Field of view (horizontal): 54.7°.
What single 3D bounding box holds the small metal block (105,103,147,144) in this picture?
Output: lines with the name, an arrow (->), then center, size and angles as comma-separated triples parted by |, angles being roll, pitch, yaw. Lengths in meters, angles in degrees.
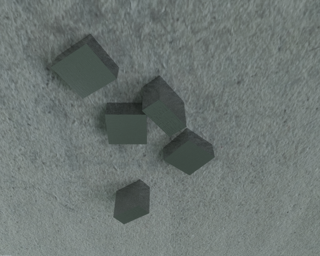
small metal block -> -0.042, -0.005, 0.402 | 0.050, 0.025, 0.050 | 0, 130, -1

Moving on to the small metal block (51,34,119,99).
small metal block -> -0.083, -0.068, 0.348 | 0.050, 0.025, 0.050 | -27, 126, 20

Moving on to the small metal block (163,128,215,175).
small metal block -> 0.040, 0.034, 0.437 | 0.050, 0.025, 0.050 | 33, 123, -25

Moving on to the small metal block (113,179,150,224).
small metal block -> -0.044, 0.117, 0.490 | 0.050, 0.050, 0.025 | -29, 124, 22

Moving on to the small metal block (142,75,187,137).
small metal block -> 0.005, -0.026, 0.369 | 0.025, 0.050, 0.050 | -31, 124, 23
